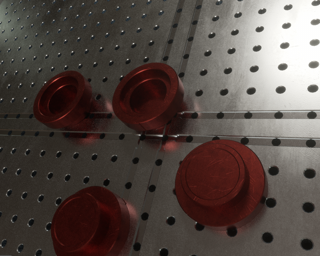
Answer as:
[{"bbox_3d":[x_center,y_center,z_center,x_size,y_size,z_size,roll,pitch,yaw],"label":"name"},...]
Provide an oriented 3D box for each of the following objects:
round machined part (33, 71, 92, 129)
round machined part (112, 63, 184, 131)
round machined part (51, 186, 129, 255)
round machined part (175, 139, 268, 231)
[{"bbox_3d":[-0.150,-0.041,0.499,0.098,0.042,0.098,-13,56,20],"label":"round machined part"},{"bbox_3d":[-0.013,-0.038,0.426,0.098,0.042,0.098,-13,56,20],"label":"round machined part"},{"bbox_3d":[-0.090,0.116,0.371,0.098,0.042,0.098,-13,56,20],"label":"round machined part"},{"bbox_3d":[0.061,0.055,0.331,0.098,0.042,0.098,-13,56,20],"label":"round machined part"}]
